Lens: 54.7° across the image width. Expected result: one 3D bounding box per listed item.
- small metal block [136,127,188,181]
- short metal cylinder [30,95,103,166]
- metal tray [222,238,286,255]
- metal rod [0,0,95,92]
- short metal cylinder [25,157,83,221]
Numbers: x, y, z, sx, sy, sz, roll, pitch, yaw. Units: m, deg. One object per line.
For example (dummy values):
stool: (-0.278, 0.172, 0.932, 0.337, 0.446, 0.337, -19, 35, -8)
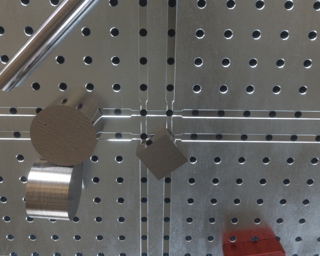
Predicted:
small metal block: (0.003, 0.036, 0.427, 0.050, 0.025, 0.050, -36, 107, 12)
short metal cylinder: (-0.117, 0.002, 0.400, 0.081, 0.050, 0.079, 0, 110, 0)
metal tray: (0.155, 0.245, 0.502, 0.090, 0.030, 0.129, -9, 110, 3)
metal rod: (-0.090, -0.151, 0.356, 0.300, 0.025, 0.025, -41, 105, 13)
short metal cylinder: (-0.138, 0.080, 0.412, 0.050, 0.080, 0.079, 5, 110, -2)
